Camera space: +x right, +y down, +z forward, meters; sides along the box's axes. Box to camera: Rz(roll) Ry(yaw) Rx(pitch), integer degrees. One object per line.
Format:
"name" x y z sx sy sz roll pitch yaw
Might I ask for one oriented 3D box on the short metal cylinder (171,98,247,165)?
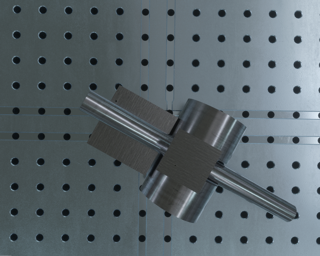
"short metal cylinder" 0.059 0.004 0.383 0.080 0.080 0.050 28 90 0

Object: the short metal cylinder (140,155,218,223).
"short metal cylinder" 0.023 0.072 0.382 0.080 0.080 0.050 30 90 0

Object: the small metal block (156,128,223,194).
"small metal block" 0.031 0.035 0.331 0.050 0.025 0.050 29 90 8

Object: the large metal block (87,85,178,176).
"large metal block" -0.033 0.003 0.395 0.080 0.050 0.080 29 90 0

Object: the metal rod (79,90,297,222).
"metal rod" 0.046 0.041 0.371 0.301 0.025 0.025 30 90 -16
